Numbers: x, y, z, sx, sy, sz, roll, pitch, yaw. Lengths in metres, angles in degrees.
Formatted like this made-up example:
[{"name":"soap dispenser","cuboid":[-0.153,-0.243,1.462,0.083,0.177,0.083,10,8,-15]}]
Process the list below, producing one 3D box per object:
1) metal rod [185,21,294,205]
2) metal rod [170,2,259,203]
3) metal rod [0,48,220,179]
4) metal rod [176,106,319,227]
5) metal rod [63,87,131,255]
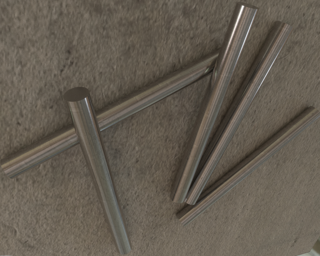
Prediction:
[{"name":"metal rod","cuboid":[0.107,-0.010,0.461,0.025,0.025,0.298,13,112,-34]},{"name":"metal rod","cuboid":[0.061,-0.011,0.412,0.025,0.025,0.298,-4,127,-27]},{"name":"metal rod","cuboid":[-0.039,-0.025,0.370,0.302,0.025,0.025,-29,129,-11]},{"name":"metal rod","cuboid":[0.153,0.064,0.532,0.301,0.025,0.025,-38,130,-3]},{"name":"metal rod","cuboid":[-0.069,0.079,0.397,0.025,0.025,0.298,-21,133,-16]}]
